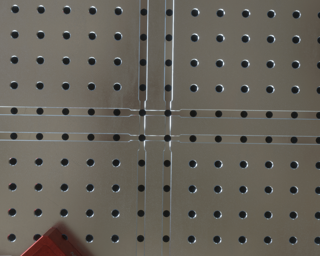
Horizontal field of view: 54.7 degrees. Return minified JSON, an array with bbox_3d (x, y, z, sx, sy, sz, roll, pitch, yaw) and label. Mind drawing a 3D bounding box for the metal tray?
[{"bbox_3d":[-0.135,0.211,0.409,0.090,0.030,0.130,-43,91,0],"label":"metal tray"}]
